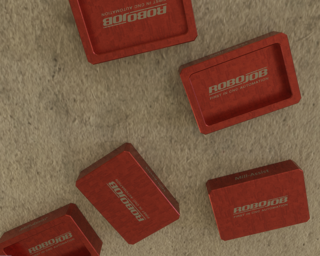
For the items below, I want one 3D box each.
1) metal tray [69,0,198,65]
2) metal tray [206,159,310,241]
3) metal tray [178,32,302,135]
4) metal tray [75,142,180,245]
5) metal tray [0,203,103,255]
[{"bbox_3d":[-0.030,-0.133,0.357,0.131,0.030,0.089,-13,110,4],"label":"metal tray"},{"bbox_3d":[0.141,0.106,0.448,0.131,0.030,0.089,-15,110,5],"label":"metal tray"},{"bbox_3d":[0.099,-0.055,0.388,0.131,0.030,0.090,-20,109,6],"label":"metal tray"},{"bbox_3d":[-0.043,0.096,0.442,0.090,0.030,0.130,-33,107,11],"label":"metal tray"},{"bbox_3d":[-0.166,0.179,0.470,0.130,0.030,0.090,-25,109,8],"label":"metal tray"}]
